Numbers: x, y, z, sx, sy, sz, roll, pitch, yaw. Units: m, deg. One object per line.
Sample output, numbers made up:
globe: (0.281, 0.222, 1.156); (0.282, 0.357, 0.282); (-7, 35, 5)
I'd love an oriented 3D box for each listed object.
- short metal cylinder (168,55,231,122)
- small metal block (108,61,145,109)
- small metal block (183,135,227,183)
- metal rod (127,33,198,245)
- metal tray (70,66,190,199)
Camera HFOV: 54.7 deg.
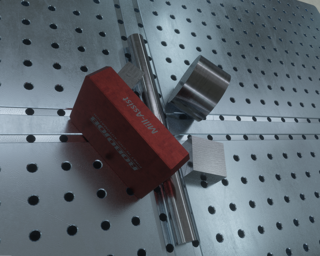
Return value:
short metal cylinder: (0.055, -0.056, 0.438); (0.050, 0.080, 0.080); (33, 51, -7)
small metal block: (-0.050, -0.049, 0.395); (0.025, 0.050, 0.050); (36, 51, -5)
small metal block: (0.059, 0.043, 0.417); (0.050, 0.025, 0.050); (14, 56, -21)
metal rod: (-0.004, -0.003, 0.409); (0.025, 0.025, 0.299); (0, 62, -29)
metal tray: (-0.039, 0.008, 0.341); (0.130, 0.090, 0.030); (48, 51, 5)
